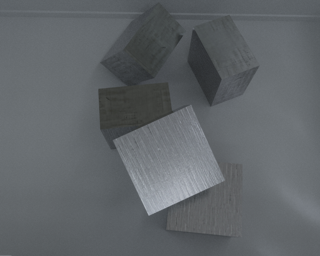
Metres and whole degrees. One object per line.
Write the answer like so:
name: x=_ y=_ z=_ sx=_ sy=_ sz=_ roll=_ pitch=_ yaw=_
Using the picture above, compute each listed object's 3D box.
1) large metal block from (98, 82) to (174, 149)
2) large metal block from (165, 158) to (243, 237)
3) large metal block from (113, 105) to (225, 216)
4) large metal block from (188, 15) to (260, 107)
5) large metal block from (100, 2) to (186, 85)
large metal block: x=-0.028 y=-0.012 z=0.385 sx=0.081 sy=0.080 sz=0.050 roll=-6 pitch=70 yaw=-3
large metal block: x=0.051 y=0.083 z=0.367 sx=0.080 sy=0.050 sz=0.080 roll=6 pitch=70 yaw=1
large metal block: x=0.008 y=0.029 z=0.317 sx=0.080 sy=0.050 sz=0.080 roll=-25 pitch=94 yaw=-1
large metal block: x=0.080 y=-0.087 z=0.413 sx=0.050 sy=0.080 sz=0.080 roll=-21 pitch=72 yaw=-8
large metal block: x=-0.024 y=-0.107 z=0.412 sx=0.050 sy=0.080 sz=0.080 roll=40 pitch=71 yaw=-24
